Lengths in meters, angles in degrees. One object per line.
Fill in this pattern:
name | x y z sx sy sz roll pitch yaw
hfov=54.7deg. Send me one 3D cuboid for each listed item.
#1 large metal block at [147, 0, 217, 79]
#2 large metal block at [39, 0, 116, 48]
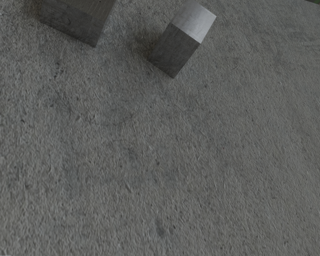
large metal block | 0.032 -0.136 0.468 0.050 0.080 0.080 34 51 -6
large metal block | -0.110 -0.172 0.433 0.080 0.050 0.080 23 53 -14
